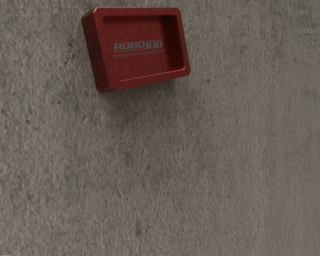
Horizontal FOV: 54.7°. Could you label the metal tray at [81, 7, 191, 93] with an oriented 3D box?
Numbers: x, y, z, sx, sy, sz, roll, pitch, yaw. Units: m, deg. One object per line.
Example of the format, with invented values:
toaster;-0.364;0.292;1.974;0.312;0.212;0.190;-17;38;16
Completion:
metal tray;-0.023;-0.099;0.383;0.131;0.030;0.089;-18;102;-39
